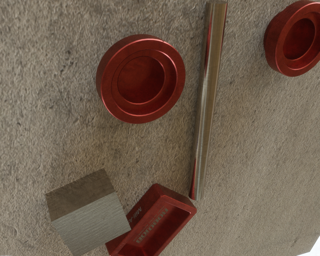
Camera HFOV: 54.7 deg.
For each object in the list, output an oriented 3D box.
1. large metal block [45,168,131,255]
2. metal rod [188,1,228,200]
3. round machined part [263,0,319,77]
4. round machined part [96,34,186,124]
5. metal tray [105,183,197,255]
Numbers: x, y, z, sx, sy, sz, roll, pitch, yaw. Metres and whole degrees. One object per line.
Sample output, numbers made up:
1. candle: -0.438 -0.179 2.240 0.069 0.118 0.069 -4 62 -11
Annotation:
1. large metal block: -0.093 0.112 0.410 0.081 0.050 0.080 -24 128 -14
2. metal rod: 0.062 -0.017 0.432 0.025 0.025 0.298 -13 124 -22
3. round machined part: 0.182 -0.123 0.422 0.099 0.042 0.097 -14 125 -21
4. round machined part: -0.024 -0.057 0.349 0.099 0.042 0.097 -14 125 -21
5. metal tray: -0.014 0.157 0.495 0.090 0.030 0.130 34 99 -39
